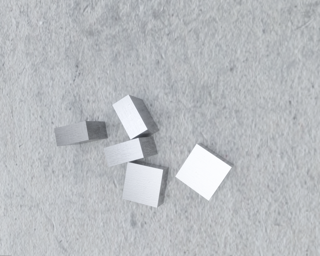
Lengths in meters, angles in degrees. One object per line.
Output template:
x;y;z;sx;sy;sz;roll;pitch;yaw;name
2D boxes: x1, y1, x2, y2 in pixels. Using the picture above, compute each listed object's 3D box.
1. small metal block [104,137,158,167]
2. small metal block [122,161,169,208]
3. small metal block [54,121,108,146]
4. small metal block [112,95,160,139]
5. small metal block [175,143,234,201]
-0.037;0.031;0.408;0.050;0.050;0.025;-17;85;19;small metal block
-0.019;0.073;0.415;0.050;0.025;0.050;10;93;19;small metal block
-0.109;0.008;0.433;0.050;0.050;0.025;-12;86;19;small metal block
-0.030;-0.013;0.405;0.025;0.050;0.050;-31;80;13;small metal block
0.056;0.054;0.389;0.050;0.025;0.050;34;101;16;small metal block
